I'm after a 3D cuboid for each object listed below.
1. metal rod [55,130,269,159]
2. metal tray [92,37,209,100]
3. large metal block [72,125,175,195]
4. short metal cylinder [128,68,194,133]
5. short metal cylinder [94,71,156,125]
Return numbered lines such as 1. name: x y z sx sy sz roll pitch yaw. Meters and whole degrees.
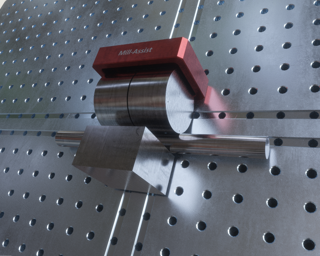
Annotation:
1. metal rod: -0.018 0.018 0.401 0.300 0.025 0.025 1 62 28
2. metal tray: -0.012 -0.072 0.412 0.130 0.090 0.030 1 63 29
3. large metal block: -0.040 0.038 0.365 0.080 0.080 0.050 1 62 28
4. short metal cylinder: 0.004 -0.034 0.388 0.050 0.080 0.080 2 63 29
5. short metal cylinder: -0.042 -0.034 0.412 0.050 0.080 0.080 1 62 28
